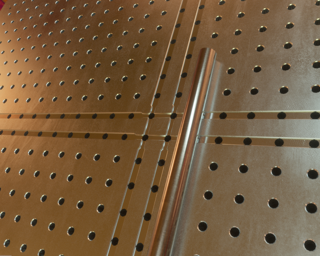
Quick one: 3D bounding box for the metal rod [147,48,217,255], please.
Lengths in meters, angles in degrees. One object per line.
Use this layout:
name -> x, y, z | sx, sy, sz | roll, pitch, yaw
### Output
metal rod -> 0.030, 0.027, 0.376 | 0.025, 0.025, 0.300 | 2, 62, 29
